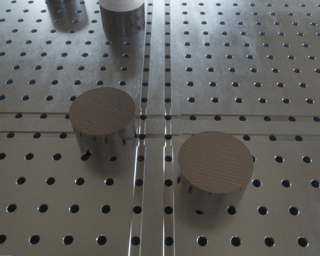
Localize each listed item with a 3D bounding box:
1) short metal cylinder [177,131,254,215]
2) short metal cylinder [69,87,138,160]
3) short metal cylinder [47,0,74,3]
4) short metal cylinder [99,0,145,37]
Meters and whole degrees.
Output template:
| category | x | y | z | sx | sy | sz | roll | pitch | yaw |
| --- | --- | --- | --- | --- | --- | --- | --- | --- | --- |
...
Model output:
| category | x | y | z | sx | sy | sz | roll | pitch | yaw |
| --- | --- | --- | --- | --- | --- | --- | --- | --- | --- |
| short metal cylinder | 0.059 | 0.050 | 0.350 | 0.081 | 0.050 | 0.080 | 0 | 50 | 0 |
| short metal cylinder | -0.070 | -0.007 | 0.396 | 0.081 | 0.050 | 0.080 | 0 | 50 | 0 |
| short metal cylinder | -0.208 | -0.304 | 0.644 | 0.081 | 0.050 | 0.080 | 0 | 50 | 0 |
| short metal cylinder | -0.068 | -0.212 | 0.568 | 0.081 | 0.050 | 0.080 | 0 | 50 | 0 |
